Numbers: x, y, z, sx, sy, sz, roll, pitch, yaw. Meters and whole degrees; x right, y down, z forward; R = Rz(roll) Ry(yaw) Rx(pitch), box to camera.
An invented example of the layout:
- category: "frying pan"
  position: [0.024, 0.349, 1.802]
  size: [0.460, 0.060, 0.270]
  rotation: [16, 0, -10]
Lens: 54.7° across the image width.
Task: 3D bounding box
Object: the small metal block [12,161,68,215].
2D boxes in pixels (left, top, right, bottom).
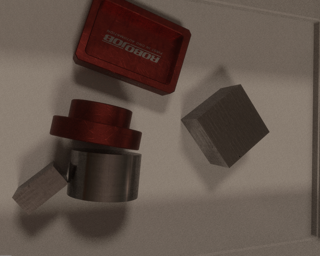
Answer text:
- category: "small metal block"
  position: [-0.133, 0.065, 0.348]
  size: [0.050, 0.050, 0.025]
  rotation: [-39, 102, -14]

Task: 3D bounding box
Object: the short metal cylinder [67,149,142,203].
- category: "short metal cylinder"
  position: [-0.064, 0.052, 0.359]
  size: [0.081, 0.080, 0.050]
  rotation: [6, 88, -20]

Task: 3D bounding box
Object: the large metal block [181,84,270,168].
- category: "large metal block"
  position: [0.090, -0.003, 0.432]
  size: [0.080, 0.050, 0.080]
  rotation: [-38, 103, -16]

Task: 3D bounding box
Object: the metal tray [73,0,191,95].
- category: "metal tray"
  position: [-0.033, -0.104, 0.396]
  size: [0.131, 0.030, 0.090]
  rotation: [18, 84, -20]

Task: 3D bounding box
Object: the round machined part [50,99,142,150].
- category: "round machined part"
  position: [-0.068, -0.005, 0.347]
  size: [0.099, 0.098, 0.042]
  rotation: [12, 86, -20]
